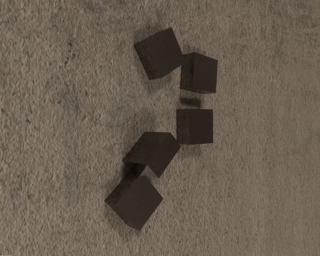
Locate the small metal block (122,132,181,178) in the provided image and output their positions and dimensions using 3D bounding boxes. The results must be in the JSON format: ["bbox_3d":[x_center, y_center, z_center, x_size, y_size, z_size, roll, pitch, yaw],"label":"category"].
[{"bbox_3d":[-0.011,0.031,0.382,0.025,0.050,0.050,53,59,-28],"label":"small metal block"}]

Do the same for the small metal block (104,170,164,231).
[{"bbox_3d":[-0.031,0.088,0.381,0.050,0.025,0.050,-50,120,-29],"label":"small metal block"}]

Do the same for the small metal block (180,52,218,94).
[{"bbox_3d":[0.058,-0.079,0.455,0.050,0.025,0.050,7,86,-40],"label":"small metal block"}]

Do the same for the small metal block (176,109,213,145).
[{"bbox_3d":[0.051,-0.002,0.450,0.050,0.025,0.050,-1,91,-40],"label":"small metal block"}]

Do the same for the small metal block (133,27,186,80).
[{"bbox_3d":[0.001,-0.098,0.407,0.050,0.025,0.050,-38,114,-34],"label":"small metal block"}]
